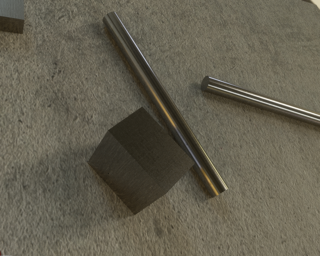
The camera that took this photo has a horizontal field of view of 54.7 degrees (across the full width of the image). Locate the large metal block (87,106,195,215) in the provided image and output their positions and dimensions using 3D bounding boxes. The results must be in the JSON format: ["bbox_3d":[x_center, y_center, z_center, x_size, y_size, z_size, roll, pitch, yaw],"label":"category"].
[{"bbox_3d":[-0.023,0.038,0.334,0.080,0.080,0.050,47,51,4],"label":"large metal block"}]

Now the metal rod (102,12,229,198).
[{"bbox_3d":[0.001,-0.041,0.430,0.025,0.025,0.299,-22,73,-36],"label":"metal rod"}]

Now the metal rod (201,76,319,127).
[{"bbox_3d":[0.208,-0.036,0.540,0.302,0.025,0.025,14,56,-21],"label":"metal rod"}]

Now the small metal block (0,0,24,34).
[{"bbox_3d":[-0.199,-0.149,0.388,0.050,0.025,0.050,1,61,-28],"label":"small metal block"}]
